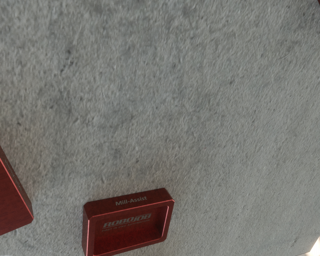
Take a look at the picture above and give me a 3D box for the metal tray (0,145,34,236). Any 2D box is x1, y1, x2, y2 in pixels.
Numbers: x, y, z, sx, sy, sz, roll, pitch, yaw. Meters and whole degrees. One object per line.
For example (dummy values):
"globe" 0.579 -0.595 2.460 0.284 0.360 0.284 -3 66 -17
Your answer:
"metal tray" -0.205 0.069 0.334 0.091 0.030 0.129 -21 127 -17

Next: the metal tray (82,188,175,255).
"metal tray" -0.048 0.144 0.467 0.131 0.030 0.089 -5 121 -26

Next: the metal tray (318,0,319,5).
"metal tray" 0.262 -0.202 0.424 0.090 0.030 0.130 -49 129 6
